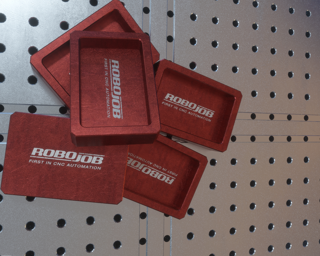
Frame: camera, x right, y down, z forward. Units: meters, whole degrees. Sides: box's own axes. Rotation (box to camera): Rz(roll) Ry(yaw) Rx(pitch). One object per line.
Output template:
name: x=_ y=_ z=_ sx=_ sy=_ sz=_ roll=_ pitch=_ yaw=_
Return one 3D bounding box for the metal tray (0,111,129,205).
metal tray: x=-0.103 y=0.034 z=0.354 sx=0.131 sy=0.030 sz=0.090 roll=7 pitch=88 yaw=-6

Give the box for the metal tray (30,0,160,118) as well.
metal tray: x=-0.077 y=-0.083 z=0.380 sx=0.130 sy=0.030 sz=0.090 roll=-41 pitch=102 yaw=-15

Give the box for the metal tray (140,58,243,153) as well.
metal tray: x=0.041 y=-0.028 z=0.423 sx=0.131 sy=0.030 sz=0.090 roll=19 pitch=84 yaw=-19

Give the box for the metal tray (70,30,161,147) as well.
metal tray: x=-0.052 y=-0.046 z=0.345 sx=0.091 sy=0.030 sz=0.130 roll=-2 pitch=67 yaw=-13

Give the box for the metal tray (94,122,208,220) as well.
metal tray: x=-0.012 y=0.053 z=0.404 sx=0.131 sy=0.030 sz=0.090 roll=27 pitch=82 yaw=-18
